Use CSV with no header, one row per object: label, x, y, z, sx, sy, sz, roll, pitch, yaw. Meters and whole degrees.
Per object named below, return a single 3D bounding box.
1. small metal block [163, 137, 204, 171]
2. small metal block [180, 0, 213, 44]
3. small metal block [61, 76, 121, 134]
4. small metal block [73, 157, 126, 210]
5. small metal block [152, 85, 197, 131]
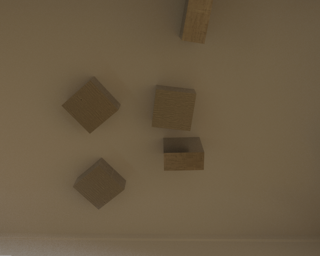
small metal block,0.030,0.033,0.410,0.050,0.050,0.025,-1,110,0
small metal block,0.040,-0.125,0.352,0.025,0.050,0.050,8,110,-3
small metal block,-0.088,-0.030,0.399,0.050,0.025,0.050,-39,106,13
small metal block,-0.085,0.079,0.440,0.050,0.025,0.050,-39,106,13
small metal block,0.017,-0.026,0.402,0.050,0.025,0.050,6,110,-3
